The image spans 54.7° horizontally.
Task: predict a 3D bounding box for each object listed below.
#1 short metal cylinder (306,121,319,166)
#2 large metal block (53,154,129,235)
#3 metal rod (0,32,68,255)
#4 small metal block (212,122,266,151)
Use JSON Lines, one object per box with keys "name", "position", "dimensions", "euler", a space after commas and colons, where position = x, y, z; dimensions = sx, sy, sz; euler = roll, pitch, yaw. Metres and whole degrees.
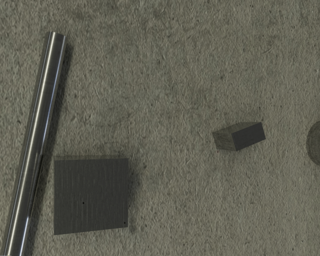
{"name": "short metal cylinder", "position": [0.290, 0.026, 0.505], "dimensions": [0.081, 0.050, 0.079], "euler": [0, 90, -21]}
{"name": "large metal block", "position": [-0.083, 0.074, 0.366], "dimensions": [0.081, 0.050, 0.079], "euler": [0, 90, -21]}
{"name": "metal rod", "position": [-0.147, 0.038, 0.354], "dimensions": [0.025, 0.025, 0.298], "euler": [11, 86, -20]}
{"name": "small metal block", "position": [0.111, 0.011, 0.438], "dimensions": [0.050, 0.050, 0.025], "euler": [-19, 97, -19]}
